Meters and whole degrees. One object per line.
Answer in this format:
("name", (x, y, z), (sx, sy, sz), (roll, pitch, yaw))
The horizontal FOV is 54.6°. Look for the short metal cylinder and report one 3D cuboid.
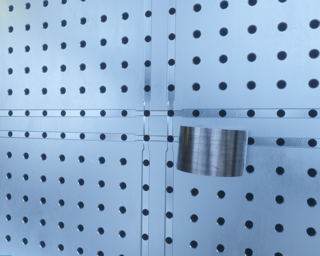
("short metal cylinder", (0.060, 0.025, 0.362), (0.080, 0.080, 0.050), (5, 92, 20))
